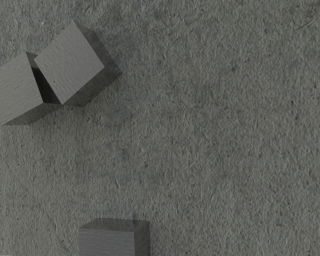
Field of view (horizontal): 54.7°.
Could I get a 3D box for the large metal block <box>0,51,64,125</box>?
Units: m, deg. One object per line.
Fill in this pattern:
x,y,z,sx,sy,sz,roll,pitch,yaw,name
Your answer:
-0.201,-0.056,0.467,0.080,0.050,0.080,-24,82,18,large metal block

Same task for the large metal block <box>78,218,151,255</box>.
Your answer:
-0.059,0.170,0.417,0.080,0.050,0.080,-3,89,20,large metal block

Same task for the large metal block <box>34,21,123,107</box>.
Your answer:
-0.114,-0.087,0.436,0.080,0.050,0.080,-38,78,16,large metal block
